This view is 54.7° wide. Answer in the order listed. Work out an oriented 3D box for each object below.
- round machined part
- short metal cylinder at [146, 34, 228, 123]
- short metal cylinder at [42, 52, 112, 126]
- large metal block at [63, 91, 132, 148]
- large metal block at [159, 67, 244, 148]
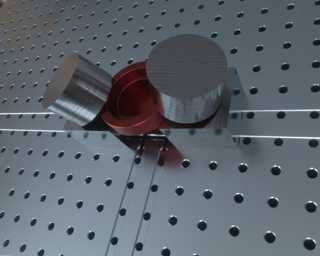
[{"bbox_3d":[-0.024,-0.033,0.393,0.098,0.042,0.098,-13,56,21],"label":"round machined part"},{"bbox_3d":[0.028,-0.052,0.328,0.080,0.050,0.080,-2,63,4],"label":"short metal cylinder"},{"bbox_3d":[-0.106,-0.049,0.397,0.080,0.050,0.080,-31,43,34],"label":"short metal cylinder"},{"bbox_3d":[-0.079,-0.020,0.446,0.080,0.050,0.080,1,62,28],"label":"large metal block"},{"bbox_3d":[0.053,-0.023,0.378,0.080,0.050,0.080,-1,61,28],"label":"large metal block"}]
